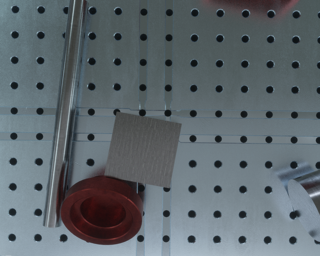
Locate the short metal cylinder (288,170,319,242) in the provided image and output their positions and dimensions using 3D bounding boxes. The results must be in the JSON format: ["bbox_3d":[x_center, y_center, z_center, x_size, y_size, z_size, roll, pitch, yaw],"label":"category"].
[{"bbox_3d":[0.205,0.095,0.389,0.050,0.080,0.080,-19,90,0],"label":"short metal cylinder"}]

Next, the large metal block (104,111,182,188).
[{"bbox_3d":[-0.021,0.027,0.399,0.080,0.050,0.080,11,88,-1],"label":"large metal block"}]

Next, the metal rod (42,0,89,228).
[{"bbox_3d":[-0.125,-0.020,0.411,0.025,0.025,0.298,7,90,-1],"label":"metal rod"}]

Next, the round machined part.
[{"bbox_3d":[-0.070,0.098,0.390,0.099,0.042,0.097,1,122,2],"label":"round machined part"}]
